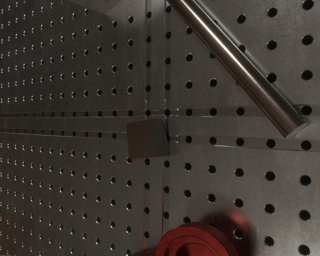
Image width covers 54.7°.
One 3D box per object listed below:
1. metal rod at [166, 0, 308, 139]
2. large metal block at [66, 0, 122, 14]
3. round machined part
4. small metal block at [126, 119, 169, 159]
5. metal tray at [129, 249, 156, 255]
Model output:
[{"bbox_3d":[0.057,-0.111,0.360,0.025,0.025,0.299,-48,62,29],"label":"metal rod"},{"bbox_3d":[-0.090,-0.218,0.445,0.080,0.081,0.050,-25,75,37],"label":"large metal block"},{"bbox_3d":[0.046,0.156,0.353,0.098,0.042,0.097,-2,86,31],"label":"round machined part"},{"bbox_3d":[-0.017,0.015,0.422,0.050,0.025,0.050,-9,84,39],"label":"small metal block"},{"bbox_3d":[0.000,0.229,0.404,0.090,0.030,0.129,-29,72,36],"label":"metal tray"}]
